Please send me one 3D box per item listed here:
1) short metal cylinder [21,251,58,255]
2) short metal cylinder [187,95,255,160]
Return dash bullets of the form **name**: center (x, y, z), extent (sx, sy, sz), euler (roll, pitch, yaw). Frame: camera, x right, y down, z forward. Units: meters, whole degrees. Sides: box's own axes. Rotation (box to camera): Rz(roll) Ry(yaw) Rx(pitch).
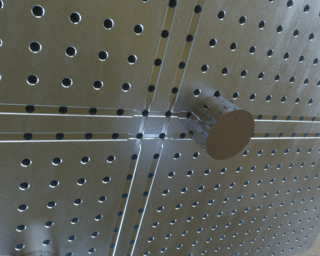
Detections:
- **short metal cylinder**: center (-0.177, 0.222, 0.437), extent (0.081, 0.050, 0.079), euler (-14, 125, -21)
- **short metal cylinder**: center (0.087, -0.001, 0.444), extent (0.081, 0.050, 0.079), euler (-14, 125, -21)
